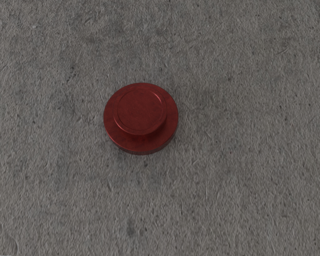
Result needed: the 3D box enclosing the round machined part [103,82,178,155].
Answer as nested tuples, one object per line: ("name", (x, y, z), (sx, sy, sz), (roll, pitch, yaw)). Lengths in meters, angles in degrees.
("round machined part", (-0.025, -0.017, 0.405), (0.099, 0.042, 0.098), (0, 70, 0))
